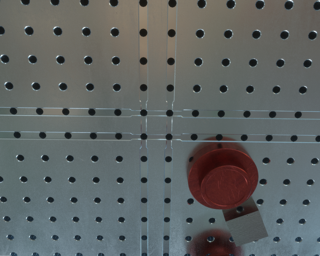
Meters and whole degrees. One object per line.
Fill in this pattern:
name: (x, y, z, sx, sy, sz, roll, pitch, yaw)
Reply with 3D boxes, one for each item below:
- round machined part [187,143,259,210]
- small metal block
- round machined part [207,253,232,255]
round machined part: (0.089, 0.073, 0.432, 0.099, 0.042, 0.097, 0, 110, 0)
small metal block: (0.129, 0.145, 0.468, 0.050, 0.025, 0.050, -22, 109, 7)
round machined part: (0.096, 0.240, 0.494, 0.099, 0.042, 0.097, 0, 110, 0)
